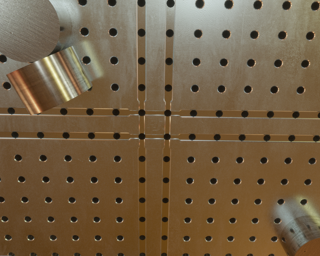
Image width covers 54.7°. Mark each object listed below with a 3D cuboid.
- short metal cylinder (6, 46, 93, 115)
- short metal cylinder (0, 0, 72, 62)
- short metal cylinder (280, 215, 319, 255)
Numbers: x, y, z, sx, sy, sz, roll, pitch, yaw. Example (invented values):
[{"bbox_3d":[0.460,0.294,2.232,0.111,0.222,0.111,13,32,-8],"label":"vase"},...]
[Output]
[{"bbox_3d":[-0.127,-0.056,0.362,0.080,0.080,0.050,-21,109,7],"label":"short metal cylinder"},{"bbox_3d":[-0.148,-0.119,0.354,0.081,0.050,0.079,0,110,-1],"label":"short metal cylinder"},{"bbox_3d":[0.232,0.181,0.470,0.081,0.050,0.079,0,110,-1],"label":"short metal cylinder"}]
